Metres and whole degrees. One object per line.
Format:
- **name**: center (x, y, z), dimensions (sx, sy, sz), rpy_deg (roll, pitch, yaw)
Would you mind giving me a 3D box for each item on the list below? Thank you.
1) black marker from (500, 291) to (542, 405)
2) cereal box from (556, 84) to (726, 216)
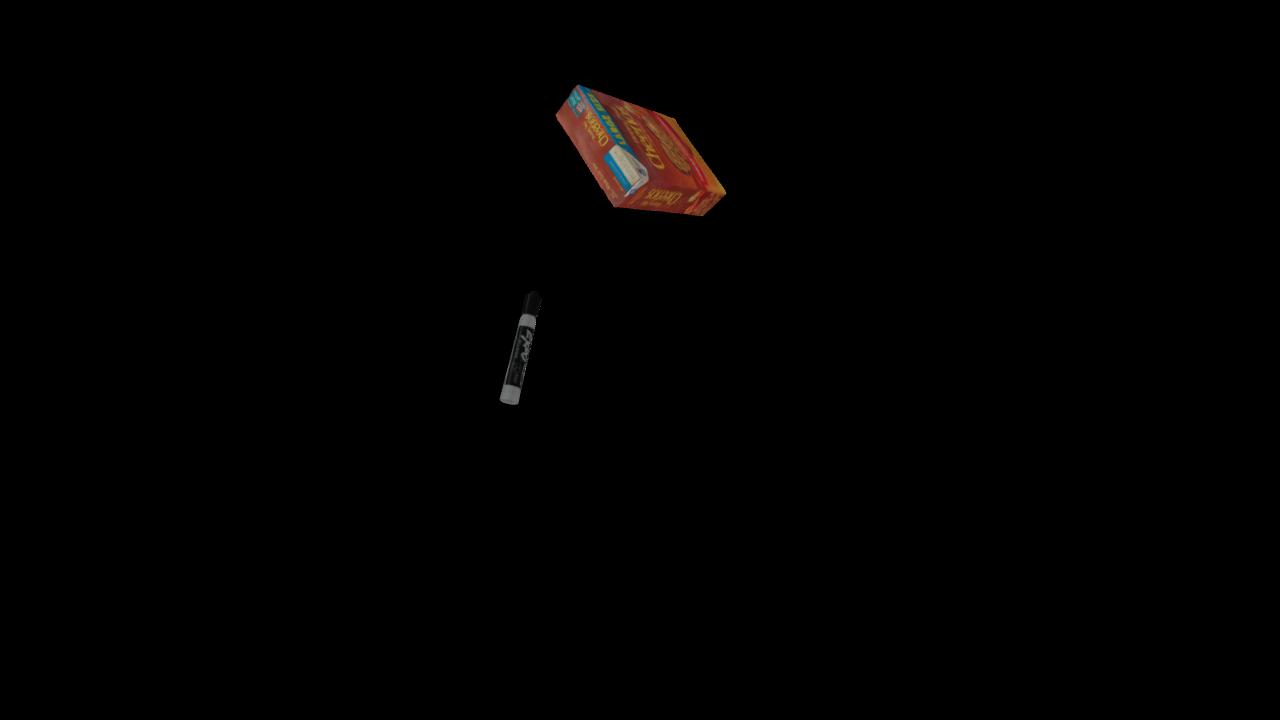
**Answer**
- **black marker**: center (-0.120, -0.015, 0.626), dimensions (0.020, 0.121, 0.020), rpy_deg (8, -19, 3)
- **cereal box**: center (0.013, -0.366, 1.110), dimensions (0.081, 0.203, 0.306), rpy_deg (-40, -15, 32)
